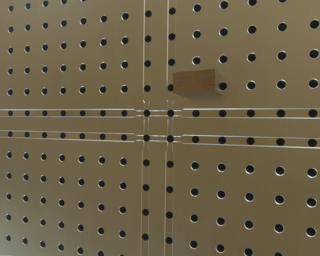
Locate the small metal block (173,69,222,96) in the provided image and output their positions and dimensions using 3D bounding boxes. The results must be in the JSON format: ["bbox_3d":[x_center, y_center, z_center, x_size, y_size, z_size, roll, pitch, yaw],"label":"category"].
[{"bbox_3d":[0.048,-0.054,0.383,0.050,0.050,0.025,-1,90,20],"label":"small metal block"}]
